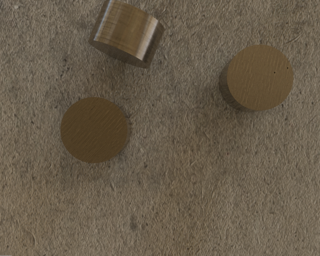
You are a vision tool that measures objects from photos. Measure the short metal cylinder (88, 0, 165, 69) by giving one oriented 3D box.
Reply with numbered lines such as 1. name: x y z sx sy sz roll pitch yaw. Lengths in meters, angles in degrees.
1. short metal cylinder: -0.041 -0.113 0.382 0.080 0.080 0.050 22 90 0

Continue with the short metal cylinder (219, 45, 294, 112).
1. short metal cylinder: 0.121 -0.061 0.398 0.081 0.050 0.080 0 90 0

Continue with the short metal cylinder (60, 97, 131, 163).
1. short metal cylinder: -0.079 0.002 0.397 0.081 0.050 0.080 0 90 0
